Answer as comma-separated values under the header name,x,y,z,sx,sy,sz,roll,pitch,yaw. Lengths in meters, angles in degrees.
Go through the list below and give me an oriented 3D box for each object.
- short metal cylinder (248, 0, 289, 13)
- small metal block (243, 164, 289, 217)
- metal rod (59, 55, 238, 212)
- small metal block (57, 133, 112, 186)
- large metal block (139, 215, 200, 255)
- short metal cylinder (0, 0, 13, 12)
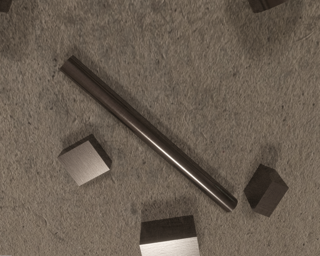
name,x,y,z,sx,sy,sz,roll,pitch,yaw
short metal cylinder,0.125,-0.163,0.322,0.080,0.080,0.050,-28,108,9
small metal block,0.146,0.086,0.430,0.025,0.050,0.050,22,108,-8
metal rod,-0.005,0.016,0.415,0.300,0.025,0.025,41,105,-14
small metal block,-0.102,0.044,0.424,0.050,0.025,0.050,-29,108,9
large metal block,0.018,0.184,0.465,0.080,0.050,0.079,-9,110,3
short metal cylinder,-0.191,-0.162,0.318,0.080,0.080,0.050,25,108,-9
